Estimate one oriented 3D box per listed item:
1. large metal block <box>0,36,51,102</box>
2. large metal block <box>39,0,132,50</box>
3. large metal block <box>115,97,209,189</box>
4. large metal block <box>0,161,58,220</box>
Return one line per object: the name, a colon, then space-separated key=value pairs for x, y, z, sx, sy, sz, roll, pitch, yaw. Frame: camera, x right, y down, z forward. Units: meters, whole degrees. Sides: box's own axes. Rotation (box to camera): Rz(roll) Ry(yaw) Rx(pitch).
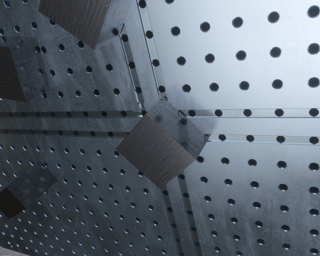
large metal block: x=-0.219 y=-0.089 z=0.457 sx=0.080 sy=0.050 sz=0.080 roll=9 pitch=123 yaw=23
large metal block: x=-0.079 y=-0.149 z=0.346 sx=0.080 sy=0.050 sz=0.080 roll=35 pitch=129 yaw=4
large metal block: x=0.002 y=0.021 z=0.407 sx=0.080 sy=0.050 sz=0.080 roll=42 pitch=129 yaw=-1
large metal block: x=-0.255 y=0.117 z=0.584 sx=0.080 sy=0.080 sz=0.050 roll=-32 pitch=100 yaw=38
